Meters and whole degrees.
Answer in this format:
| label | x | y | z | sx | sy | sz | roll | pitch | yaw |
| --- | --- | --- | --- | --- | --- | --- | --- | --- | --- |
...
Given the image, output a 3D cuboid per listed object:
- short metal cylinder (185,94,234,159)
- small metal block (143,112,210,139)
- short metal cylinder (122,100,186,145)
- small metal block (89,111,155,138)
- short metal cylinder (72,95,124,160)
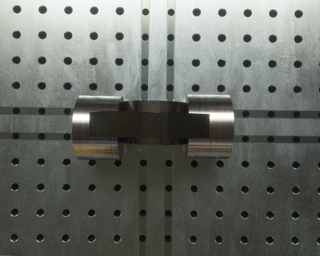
| label | x | y | z | sx | sy | sz | roll | pitch | yaw |
| --- | --- | --- | --- | --- | --- | --- | --- | --- | --- |
| short metal cylinder | 0.058 | -0.002 | 0.385 | 0.050 | 0.080 | 0.079 | 1 | 90 | 1 |
| small metal block | 0.016 | -0.002 | 0.324 | 0.050 | 0.050 | 0.025 | 1 | 90 | -31 |
| short metal cylinder | -0.007 | -0.006 | 0.385 | 0.081 | 0.080 | 0.050 | 1 | 90 | 0 |
| small metal block | -0.040 | -0.004 | 0.319 | 0.050 | 0.050 | 0.025 | 1 | 90 | -32 |
| short metal cylinder | -0.073 | 0.000 | 0.385 | 0.050 | 0.080 | 0.079 | 1 | 90 | 0 |
